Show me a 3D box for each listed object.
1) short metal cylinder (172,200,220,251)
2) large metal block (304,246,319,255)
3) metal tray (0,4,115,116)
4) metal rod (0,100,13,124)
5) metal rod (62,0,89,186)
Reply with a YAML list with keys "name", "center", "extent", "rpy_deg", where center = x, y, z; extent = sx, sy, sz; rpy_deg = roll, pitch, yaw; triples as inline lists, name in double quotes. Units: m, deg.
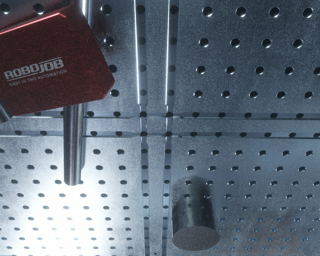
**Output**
- name: "short metal cylinder"
  center: [0.061, 0.172, 0.542]
  extent: [0.081, 0.050, 0.079]
  rpy_deg: [0, 130, 0]
- name: "large metal block"
  center: [0.350, 0.281, 0.618]
  extent: [0.080, 0.080, 0.050]
  rpy_deg: [-34, 122, 25]
- name: "metal tray"
  center: [-0.124, -0.065, 0.326]
  extent: [0.130, 0.030, 0.090]
  rpy_deg: [-8, 123, 23]
- name: "metal rod"
  center: [-0.232, -0.124, 0.303]
  extent: [0.025, 0.025, 0.299]
  rpy_deg: [-10, 130, 8]
- name: "metal rod"
  center: [-0.106, -0.032, 0.383]
  extent: [0.025, 0.025, 0.298]
  rpy_deg: [8, 130, -7]
